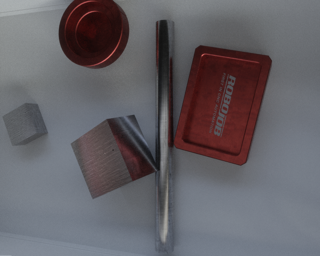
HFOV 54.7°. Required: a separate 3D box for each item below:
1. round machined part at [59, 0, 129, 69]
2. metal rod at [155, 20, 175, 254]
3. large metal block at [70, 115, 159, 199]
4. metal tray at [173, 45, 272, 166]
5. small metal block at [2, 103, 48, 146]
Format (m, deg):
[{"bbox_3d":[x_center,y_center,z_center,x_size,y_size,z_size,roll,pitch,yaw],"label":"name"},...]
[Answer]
[{"bbox_3d":[-0.087,-0.131,0.431,0.098,0.042,0.097,0,90,19],"label":"round machined part"},{"bbox_3d":[0.006,0.011,0.407,0.025,0.025,0.298,0,90,19],"label":"metal rod"},{"bbox_3d":[-0.061,0.038,0.405,0.080,0.050,0.080,-30,80,36],"label":"large metal block"},{"bbox_3d":[0.076,-0.028,0.380,0.090,0.030,0.129,14,95,19],"label":"metal tray"},{"bbox_3d":[-0.210,-0.005,0.483,0.050,0.025,0.050,-25,82,18],"label":"small metal block"}]
